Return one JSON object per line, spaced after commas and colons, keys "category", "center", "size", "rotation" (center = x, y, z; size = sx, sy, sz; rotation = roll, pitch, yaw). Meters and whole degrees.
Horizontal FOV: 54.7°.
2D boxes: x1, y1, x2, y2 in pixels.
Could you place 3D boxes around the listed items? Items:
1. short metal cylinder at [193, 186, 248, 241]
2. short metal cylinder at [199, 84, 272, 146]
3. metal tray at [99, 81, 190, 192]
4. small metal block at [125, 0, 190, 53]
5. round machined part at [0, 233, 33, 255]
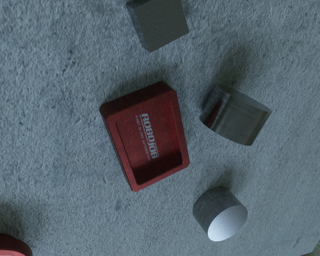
{"category": "short metal cylinder", "center": [0.105, 0.149, 0.540], "size": [0.081, 0.050, 0.079], "rotation": [-14, 124, -21]}
{"category": "short metal cylinder", "center": [0.100, -0.019, 0.415], "size": [0.081, 0.080, 0.050], "rotation": [13, 112, -34]}
{"category": "metal tray", "center": [-0.015, 0.014, 0.404], "size": [0.091, 0.030, 0.129], "rotation": [-24, 127, -14]}
{"category": "small metal block", "center": [-0.002, -0.118, 0.333], "size": [0.050, 0.025, 0.050], "rotation": [-30, 129, -9]}
{"category": "round machined part", "center": [-0.212, 0.171, 0.386], "size": [0.099, 0.042, 0.097], "rotation": [-14, 124, -21]}
